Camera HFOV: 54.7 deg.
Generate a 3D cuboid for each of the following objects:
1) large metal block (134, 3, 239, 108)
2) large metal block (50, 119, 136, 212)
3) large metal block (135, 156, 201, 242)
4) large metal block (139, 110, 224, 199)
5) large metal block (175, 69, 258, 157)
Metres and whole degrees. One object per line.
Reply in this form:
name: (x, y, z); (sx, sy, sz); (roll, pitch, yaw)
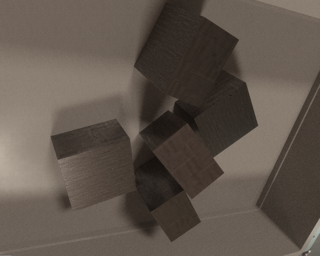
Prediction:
large metal block: (0.024, -0.081, 0.338); (0.050, 0.080, 0.080); (18, 109, -36)
large metal block: (-0.079, 0.044, 0.378); (0.081, 0.050, 0.079); (-16, 125, -20)
large metal block: (0.006, 0.099, 0.440); (0.050, 0.080, 0.080); (-32, 129, -8)
large metal block: (0.024, 0.030, 0.392); (0.050, 0.080, 0.080); (-39, 110, -3)
large metal block: (0.079, -0.019, 0.426); (0.080, 0.050, 0.080); (-35, 129, -6)
